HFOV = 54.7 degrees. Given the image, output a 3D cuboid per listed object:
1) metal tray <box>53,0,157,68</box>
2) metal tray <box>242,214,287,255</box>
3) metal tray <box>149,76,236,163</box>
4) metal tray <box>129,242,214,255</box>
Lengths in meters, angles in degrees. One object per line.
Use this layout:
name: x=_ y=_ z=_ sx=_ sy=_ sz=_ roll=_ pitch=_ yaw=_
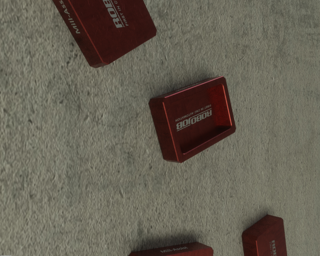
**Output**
metal tray: x=-0.067 y=-0.145 z=0.344 sx=0.090 sy=0.030 sz=0.130 roll=-41 pitch=115 yaw=-32
metal tray: x=0.195 y=0.237 z=0.565 sx=0.091 sy=0.030 sz=0.129 roll=-16 pitch=100 yaw=-39
metal tray: x=0.052 y=-0.016 z=0.444 sx=0.131 sy=0.030 sz=0.089 roll=-24 pitch=105 yaw=-37
metal tray: x=0.015 y=0.208 z=0.414 sx=0.131 sy=0.030 sz=0.090 roll=10 pitch=84 yaw=-40
